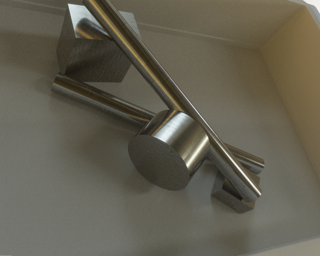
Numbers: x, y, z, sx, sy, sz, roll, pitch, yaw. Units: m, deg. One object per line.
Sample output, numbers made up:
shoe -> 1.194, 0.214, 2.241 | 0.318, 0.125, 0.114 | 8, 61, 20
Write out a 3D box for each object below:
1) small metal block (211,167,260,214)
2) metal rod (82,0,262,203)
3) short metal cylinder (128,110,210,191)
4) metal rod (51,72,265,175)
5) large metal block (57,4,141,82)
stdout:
small metal block -> 0.102, 0.078, 0.413 | 0.050, 0.025, 0.050 | 33, 51, -7
metal rod -> 0.020, -0.030, 0.360 | 0.300, 0.025, 0.025 | 50, 50, -9
short metal cylinder -> 0.010, 0.026, 0.359 | 0.080, 0.080, 0.050 | 43, 51, 0
metal rod -> 0.009, 0.000, 0.410 | 0.302, 0.025, 0.025 | 23, 53, -15
large metal block -> -0.079, -0.102, 0.390 | 0.081, 0.080, 0.050 | -4, 64, -30
